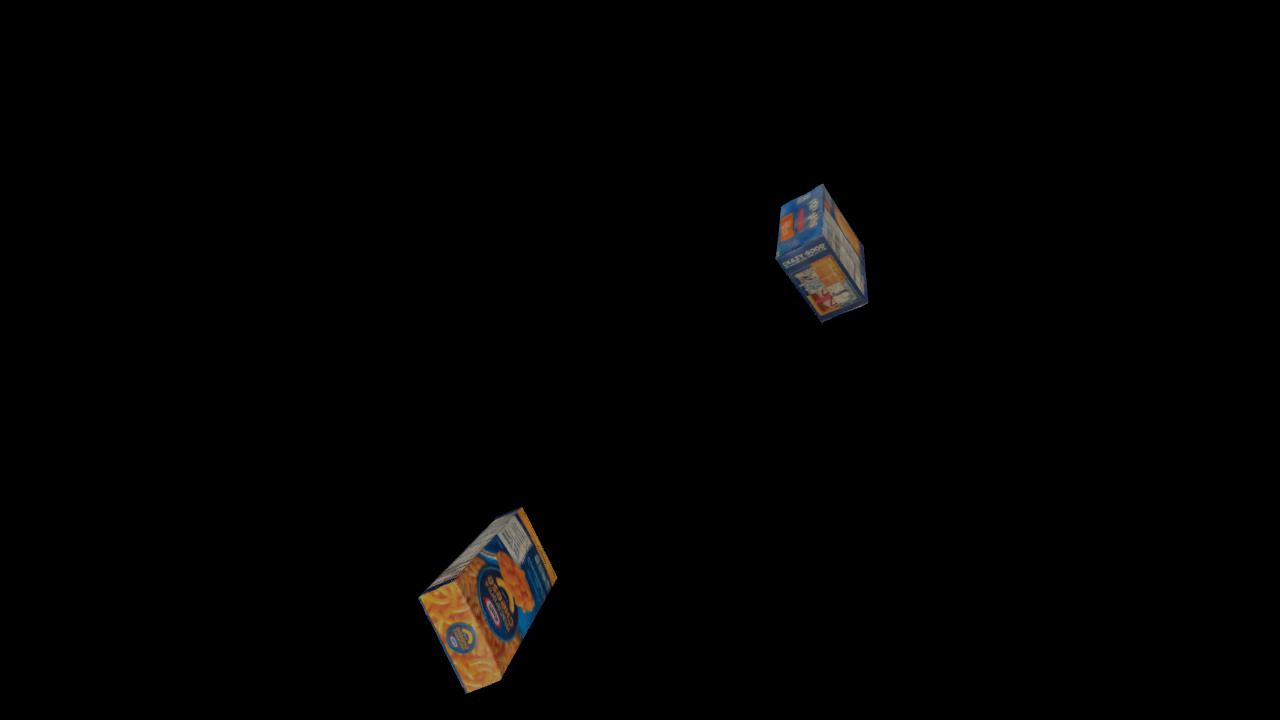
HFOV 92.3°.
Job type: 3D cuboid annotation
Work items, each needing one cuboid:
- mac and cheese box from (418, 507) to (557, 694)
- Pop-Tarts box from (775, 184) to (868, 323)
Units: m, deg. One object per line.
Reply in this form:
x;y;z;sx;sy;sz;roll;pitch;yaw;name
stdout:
-0.135;0.215;0.585;0.041;0.093;0.184;-24;3;8;mac and cheese box
0.289;-0.171;0.977;0.083;0.141;0.167;-26;30;33;Pop-Tarts box
